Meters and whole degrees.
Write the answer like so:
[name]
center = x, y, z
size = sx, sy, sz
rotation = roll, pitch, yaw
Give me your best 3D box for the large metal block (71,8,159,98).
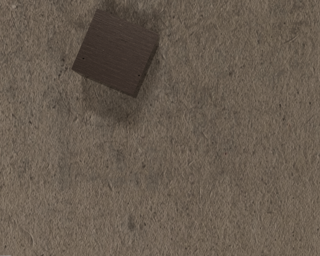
[large metal block]
center = -0.054, -0.092, 0.397
size = 0.080, 0.050, 0.080
rotation = 23, 90, -1
